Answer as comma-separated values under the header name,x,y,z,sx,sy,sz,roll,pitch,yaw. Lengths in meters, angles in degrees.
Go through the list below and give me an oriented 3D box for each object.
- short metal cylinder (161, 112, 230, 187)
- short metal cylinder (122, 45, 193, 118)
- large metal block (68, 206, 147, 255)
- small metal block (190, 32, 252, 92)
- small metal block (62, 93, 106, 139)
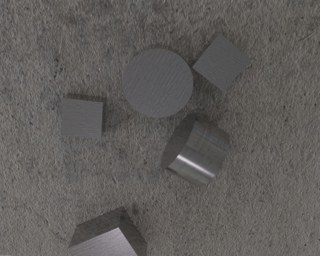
name,x,y,z,sx,sy,sz,roll,pitch,yaw
short metal cylinder,0.043,0.027,0.391,0.050,0.080,0.080,30,107,-11
short metal cylinder,-0.002,-0.058,0.375,0.081,0.050,0.079,0,110,0
large metal block,-0.074,0.176,0.461,0.080,0.050,0.080,-25,108,9
small metal block,0.073,-0.081,0.381,0.050,0.025,0.050,36,106,-13
small metal block,-0.099,-0.016,0.403,0.050,0.025,0.050,6,110,-3
